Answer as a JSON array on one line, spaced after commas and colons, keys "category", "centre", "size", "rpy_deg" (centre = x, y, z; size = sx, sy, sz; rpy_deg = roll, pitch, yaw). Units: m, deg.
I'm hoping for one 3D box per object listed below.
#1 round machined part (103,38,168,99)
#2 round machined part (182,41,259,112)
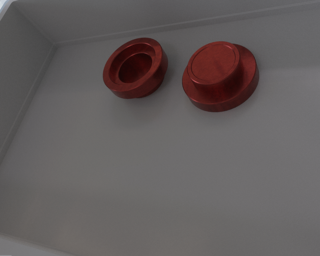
[{"category": "round machined part", "centre": [-0.033, -0.084, 0.464], "size": [0.098, 0.042, 0.098], "rpy_deg": [-13, 56, 21]}, {"category": "round machined part", "centre": [0.074, -0.073, 0.401], "size": [0.098, 0.042, 0.098], "rpy_deg": [-13, 56, 21]}]
